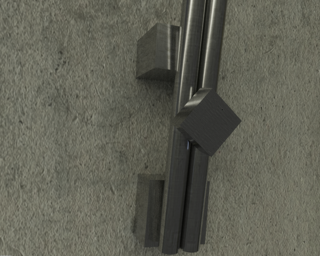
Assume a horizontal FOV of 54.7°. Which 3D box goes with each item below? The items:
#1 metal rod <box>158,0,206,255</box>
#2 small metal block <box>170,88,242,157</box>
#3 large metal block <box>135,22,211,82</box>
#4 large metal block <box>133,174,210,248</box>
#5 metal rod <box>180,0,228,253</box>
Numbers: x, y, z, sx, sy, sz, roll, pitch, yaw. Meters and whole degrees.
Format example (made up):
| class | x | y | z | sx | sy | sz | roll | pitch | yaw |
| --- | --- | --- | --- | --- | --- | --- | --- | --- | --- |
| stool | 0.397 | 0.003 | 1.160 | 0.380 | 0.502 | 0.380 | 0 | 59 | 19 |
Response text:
| class | x | y | z | sx | sy | sz | roll | pitch | yaw |
| --- | --- | --- | --- | --- | --- | --- | --- | --- | --- |
| metal rod | 0.024 | -0.008 | 0.342 | 0.025 | 0.025 | 0.298 | 3 | 96 | -20 |
| small metal block | 0.048 | -0.007 | 0.324 | 0.050 | 0.025 | 0.050 | 44 | 82 | -21 |
| large metal block | 0.020 | -0.089 | 0.389 | 0.081 | 0.080 | 0.050 | 3 | 89 | -20 |
| large metal block | 0.014 | 0.104 | 0.402 | 0.081 | 0.050 | 0.080 | 5 | 88 | -20 |
| metal rod | 0.048 | -0.007 | 0.351 | 0.025 | 0.025 | 0.298 | 3 | 96 | -20 |
